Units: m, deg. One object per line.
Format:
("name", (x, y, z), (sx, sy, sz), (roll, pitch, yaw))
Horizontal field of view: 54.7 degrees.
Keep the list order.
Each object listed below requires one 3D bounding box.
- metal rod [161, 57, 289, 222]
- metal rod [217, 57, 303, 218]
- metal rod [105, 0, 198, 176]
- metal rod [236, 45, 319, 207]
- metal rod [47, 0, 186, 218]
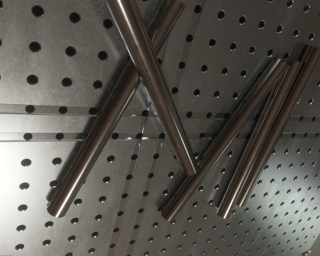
("metal rod", (0.094, 0.024, 0.480), (0.025, 0.025, 0.299), (25, 104, -37))
("metal rod", (0.159, 0.029, 0.518), (0.025, 0.025, 0.298), (3, 117, -30))
("metal rod", (0.003, -0.030, 0.370), (0.025, 0.025, 0.299), (-33, 137, -7))
("metal rod", (0.192, 0.009, 0.524), (0.025, 0.025, 0.298), (5, 116, -31))
("metal rod", (-0.059, -0.015, 0.370), (0.025, 0.025, 0.299), (22, 107, -37))
